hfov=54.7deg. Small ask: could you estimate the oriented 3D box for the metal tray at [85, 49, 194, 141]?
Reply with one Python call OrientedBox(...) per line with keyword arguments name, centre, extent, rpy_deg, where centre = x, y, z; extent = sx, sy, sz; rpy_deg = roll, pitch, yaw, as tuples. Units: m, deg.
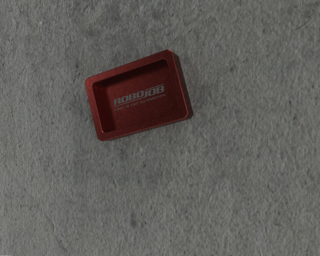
OrientedBox(name="metal tray", centre=(-0.030, -0.040, 0.415), extent=(0.130, 0.030, 0.090), rpy_deg=(-15, 85, 19))
